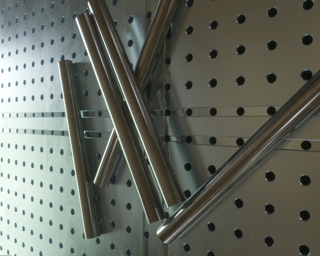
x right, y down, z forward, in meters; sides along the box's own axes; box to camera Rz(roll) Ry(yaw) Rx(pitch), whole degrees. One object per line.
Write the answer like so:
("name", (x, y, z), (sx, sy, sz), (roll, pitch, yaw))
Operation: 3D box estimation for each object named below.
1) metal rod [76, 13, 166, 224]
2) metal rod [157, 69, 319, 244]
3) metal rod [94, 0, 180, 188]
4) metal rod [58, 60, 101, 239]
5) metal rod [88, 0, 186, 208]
("metal rod", (-0.056, -0.020, 0.420), (0.025, 0.025, 0.299), (-28, 78, 36))
("metal rod", (0.090, 0.035, 0.334), (0.298, 0.025, 0.025), (-51, 60, 27))
("metal rod", (-0.037, -0.046, 0.437), (0.025, 0.025, 0.298), (35, 111, 34))
("metal rod", (-0.136, 0.030, 0.518), (0.025, 0.025, 0.298), (-19, 78, 38))
("metal rod", (-0.035, -0.044, 0.403), (0.025, 0.025, 0.299), (-32, 73, 35))
